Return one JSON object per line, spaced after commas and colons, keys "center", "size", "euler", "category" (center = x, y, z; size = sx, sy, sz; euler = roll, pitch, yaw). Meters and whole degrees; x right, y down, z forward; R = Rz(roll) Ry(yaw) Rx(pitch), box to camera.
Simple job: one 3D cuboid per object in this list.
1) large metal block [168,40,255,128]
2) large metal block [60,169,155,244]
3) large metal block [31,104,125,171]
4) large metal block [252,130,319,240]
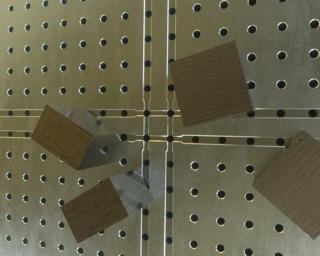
{"center": [0.064, -0.049, 0.377], "size": [0.080, 0.050, 0.080], "euler": [-15, 85, 19], "category": "large metal block"}
{"center": [-0.066, 0.099, 0.407], "size": [0.080, 0.080, 0.050], "euler": [-32, 80, 17], "category": "large metal block"}
{"center": [-0.109, 0.011, 0.422], "size": [0.080, 0.080, 0.050], "euler": [31, 100, 17], "category": "large metal block"}
{"center": [0.162, 0.059, 0.342], "size": [0.080, 0.050, 0.080], "euler": [42, 103, 15], "category": "large metal block"}
